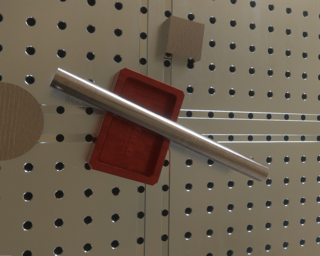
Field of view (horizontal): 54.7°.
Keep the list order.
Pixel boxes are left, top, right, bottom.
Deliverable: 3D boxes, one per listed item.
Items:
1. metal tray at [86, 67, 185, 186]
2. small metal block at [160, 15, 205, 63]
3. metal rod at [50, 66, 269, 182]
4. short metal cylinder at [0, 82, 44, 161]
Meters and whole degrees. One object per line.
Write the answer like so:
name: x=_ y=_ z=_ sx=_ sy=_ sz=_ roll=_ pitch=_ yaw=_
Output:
metal tray: x=-0.030 y=-0.001 z=0.399 sx=0.091 sy=0.030 sz=0.129 roll=20 pitch=83 yaw=-19
small metal block: x=0.031 y=-0.120 z=0.425 sx=0.050 sy=0.025 sz=0.050 roll=8 pitch=87 yaw=-20
metal rod: x=0.015 y=0.004 z=0.386 sx=0.302 sy=0.025 sz=0.025 roll=25 pitch=82 yaw=-19
short metal cylinder: x=-0.170 y=-0.007 z=0.337 sx=0.081 sy=0.050 sz=0.079 roll=0 pitch=90 yaw=-20
